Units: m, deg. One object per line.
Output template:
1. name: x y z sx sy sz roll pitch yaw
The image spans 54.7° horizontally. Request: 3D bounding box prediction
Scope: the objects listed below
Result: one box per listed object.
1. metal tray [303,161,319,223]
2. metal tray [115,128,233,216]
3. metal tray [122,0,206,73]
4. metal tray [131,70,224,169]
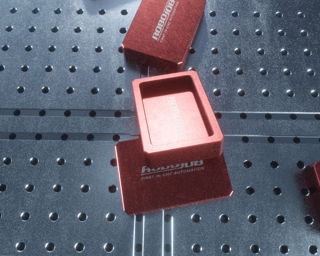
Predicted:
1. metal tray: 0.259 0.080 0.383 0.131 0.030 0.090 -8 70 -4
2. metal tray: 0.015 0.054 0.390 0.131 0.030 0.090 -9 70 -4
3. metal tray: 0.008 -0.153 0.465 0.090 0.030 0.130 18 71 6
4. metal tray: 0.017 -0.016 0.389 0.091 0.030 0.130 -10 48 -4
